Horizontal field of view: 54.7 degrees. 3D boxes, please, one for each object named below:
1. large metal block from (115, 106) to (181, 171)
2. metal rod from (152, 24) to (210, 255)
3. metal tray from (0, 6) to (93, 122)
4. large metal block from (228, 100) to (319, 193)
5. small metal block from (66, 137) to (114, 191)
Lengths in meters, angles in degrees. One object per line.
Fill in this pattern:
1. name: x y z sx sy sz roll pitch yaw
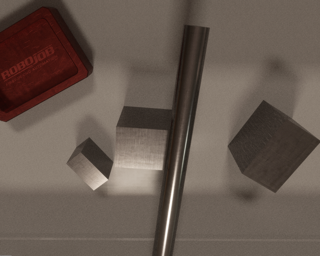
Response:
1. large metal block: -0.010 0.011 0.386 0.081 0.080 0.050 4 110 -2
2. metal rod: 0.017 0.043 0.342 0.025 0.025 0.298 6 110 -3
3. metal tray: -0.161 -0.076 0.378 0.130 0.030 0.090 -27 108 9
4. large metal block: 0.138 0.020 0.391 0.050 0.080 0.080 31 107 -11
5. small metal block: -0.092 0.047 0.414 0.025 0.050 0.050 -37 106 12
